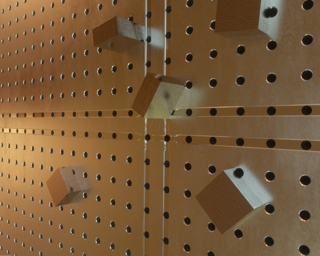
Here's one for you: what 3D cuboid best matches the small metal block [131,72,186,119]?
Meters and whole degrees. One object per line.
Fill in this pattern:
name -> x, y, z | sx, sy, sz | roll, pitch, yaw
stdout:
small metal block -> -0.002, -0.040, 0.393 | 0.025, 0.050, 0.050 | 40, 114, 32

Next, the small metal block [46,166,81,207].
small metal block -> -0.171, 0.103, 0.547 | 0.050, 0.025, 0.050 | -45, 64, 30

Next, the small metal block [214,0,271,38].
small metal block -> 0.090, -0.127, 0.334 | 0.050, 0.025, 0.050 | 8, 95, 39

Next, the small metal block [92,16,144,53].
small metal block -> -0.059, -0.131, 0.439 | 0.050, 0.050, 0.025 | -12, 83, 39

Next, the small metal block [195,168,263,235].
small metal block -> 0.076, 0.081, 0.346 | 0.050, 0.025, 0.050 | -51, 61, 28
